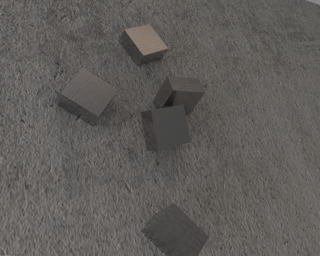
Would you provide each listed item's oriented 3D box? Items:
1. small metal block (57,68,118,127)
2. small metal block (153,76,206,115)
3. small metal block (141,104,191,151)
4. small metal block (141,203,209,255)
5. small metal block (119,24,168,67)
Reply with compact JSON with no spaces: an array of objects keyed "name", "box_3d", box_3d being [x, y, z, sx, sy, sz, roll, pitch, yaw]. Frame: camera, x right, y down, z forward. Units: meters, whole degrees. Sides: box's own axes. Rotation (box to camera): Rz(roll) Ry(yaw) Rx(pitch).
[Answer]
[{"name":"small metal block","box_3d":[-0.088,-0.038,0.379,0.050,0.025,0.050,32,52,-7]},{"name":"small metal block","box_3d":[0.026,-0.043,0.426,0.050,0.050,0.025,0,54,-28]},{"name":"small metal block","box_3d":[0.008,-0.001,0.396,0.050,0.025,0.050,-12,93,-33]},{"name":"small metal block","box_3d":[0.014,0.112,0.327,0.050,0.050,0.025,44,51,2]},{"name":"small metal block","box_3d":[-0.025,-0.125,0.467,0.050,0.025,0.050,-27,77,-37]}]
